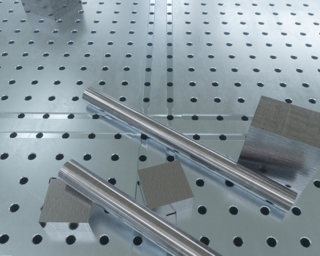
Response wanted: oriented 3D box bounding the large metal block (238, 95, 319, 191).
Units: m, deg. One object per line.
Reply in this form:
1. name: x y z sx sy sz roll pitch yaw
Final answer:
1. large metal block: 0.141 0.018 0.357 0.080 0.080 0.050 20 53 16

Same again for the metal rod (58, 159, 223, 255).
1. metal rod: 0.027 0.115 0.292 0.301 0.025 0.025 29 56 15

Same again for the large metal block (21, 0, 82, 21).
1. large metal block: -0.217 -0.264 0.611 0.080 0.050 0.080 23 54 18

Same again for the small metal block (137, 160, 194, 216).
1. small metal block: 0.005 0.069 0.350 0.050 0.025 0.050 -13 51 -11

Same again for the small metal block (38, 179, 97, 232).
1. small metal block: -0.096 0.084 0.336 0.050 0.025 0.050 1 50 1

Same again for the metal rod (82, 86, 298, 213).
1. metal rod: 0.021 0.017 0.393 0.300 0.025 0.025 28 55 21
